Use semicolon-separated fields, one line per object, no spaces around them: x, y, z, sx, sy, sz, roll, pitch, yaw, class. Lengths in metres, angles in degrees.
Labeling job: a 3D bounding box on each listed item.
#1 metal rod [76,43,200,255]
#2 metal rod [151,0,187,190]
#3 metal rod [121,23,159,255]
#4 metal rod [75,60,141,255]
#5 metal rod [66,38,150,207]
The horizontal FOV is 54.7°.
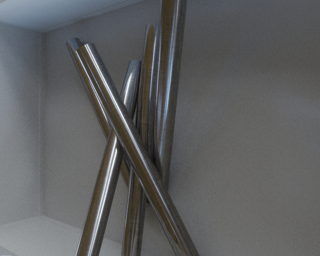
-0.023;0.038;0.368;0.025;0.025;0.299;-28;87;36;metal rod
0.007;-0.044;0.334;0.025;0.025;0.298;29;128;36;metal rod
-0.022;0.014;0.403;0.025;0.025;0.298;4;86;39;metal rod
-0.060;0.047;0.376;0.025;0.025;0.299;-7;61;39;metal rod
-0.084;-0.018;0.473;0.025;0.025;0.299;-40;66;32;metal rod
